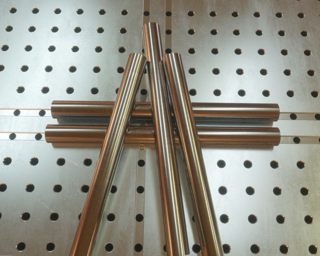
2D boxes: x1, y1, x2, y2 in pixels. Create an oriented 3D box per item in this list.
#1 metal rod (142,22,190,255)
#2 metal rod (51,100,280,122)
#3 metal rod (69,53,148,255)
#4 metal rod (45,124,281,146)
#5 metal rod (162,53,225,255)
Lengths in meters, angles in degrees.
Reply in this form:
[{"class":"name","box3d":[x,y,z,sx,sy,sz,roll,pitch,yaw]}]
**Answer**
[{"class":"metal rod","box3d":[0.004,-0.001,0.386,0.025,0.025,0.299,-6,70,-3]},{"class":"metal rod","box3d":[0.007,-0.023,0.420,0.302,0.025,0.025,1,70,0]},{"class":"metal rod","box3d":[-0.065,0.049,0.374,0.025,0.025,0.299,14,77,4]},{"class":"metal rod","box3d":[0.004,0.009,0.409,0.302,0.025,0.025,1,70,0]},{"class":"metal rod","box3d":[0.042,0.050,0.374,0.025,0.025,0.299,-10,77,-4]}]
